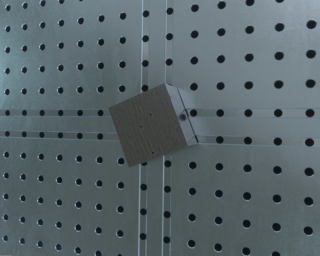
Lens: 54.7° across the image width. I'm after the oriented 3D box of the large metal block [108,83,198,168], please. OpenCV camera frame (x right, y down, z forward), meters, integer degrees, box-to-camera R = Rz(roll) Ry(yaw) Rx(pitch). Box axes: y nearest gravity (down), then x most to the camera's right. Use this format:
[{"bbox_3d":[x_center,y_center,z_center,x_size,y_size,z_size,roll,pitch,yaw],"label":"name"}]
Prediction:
[{"bbox_3d":[-0.008,-0.002,0.398,0.080,0.050,0.080,-22,83,18],"label":"large metal block"}]
